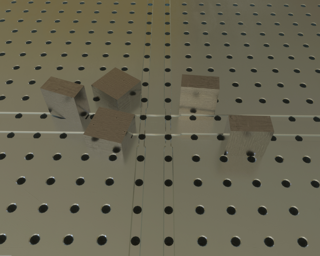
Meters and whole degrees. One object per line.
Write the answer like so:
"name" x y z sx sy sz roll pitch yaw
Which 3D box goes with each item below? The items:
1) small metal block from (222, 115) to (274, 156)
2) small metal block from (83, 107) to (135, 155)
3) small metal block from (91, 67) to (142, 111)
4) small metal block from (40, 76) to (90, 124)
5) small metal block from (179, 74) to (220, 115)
"small metal block" 0.107 0.010 0.384 0.050 0.050 0.025 1 50 1
"small metal block" -0.064 0.003 0.404 0.050 0.025 0.050 13 51 10
"small metal block" -0.063 -0.057 0.455 0.050 0.025 0.050 31 56 23
"small metal block" -0.127 -0.038 0.421 0.050 0.050 0.025 16 52 13
"small metal block" 0.054 -0.046 0.431 0.050 0.050 0.025 5 50 3
